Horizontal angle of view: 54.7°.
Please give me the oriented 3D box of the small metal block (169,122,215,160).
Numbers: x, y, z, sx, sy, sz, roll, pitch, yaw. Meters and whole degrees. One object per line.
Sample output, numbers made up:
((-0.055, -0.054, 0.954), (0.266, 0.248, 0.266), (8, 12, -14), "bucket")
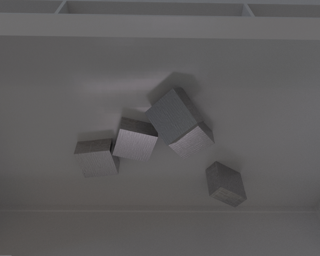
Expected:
((0.038, 0.010, 0.418), (0.050, 0.025, 0.050), (-31, 124, 23), "small metal block")

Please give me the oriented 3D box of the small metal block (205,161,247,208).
((0.098, 0.084, 0.465), (0.050, 0.050, 0.025), (27, 125, -21), "small metal block")

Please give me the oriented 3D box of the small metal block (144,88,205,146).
((0.018, -0.014, 0.379), (0.050, 0.025, 0.050), (-39, 79, 28), "small metal block")

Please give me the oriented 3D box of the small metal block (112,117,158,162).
((-0.034, 0.017, 0.423), (0.050, 0.025, 0.050), (13, 129, -11), "small metal block")

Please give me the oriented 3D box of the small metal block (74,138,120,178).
((-0.089, 0.044, 0.445), (0.050, 0.025, 0.050), (-7, 130, 5), "small metal block")
